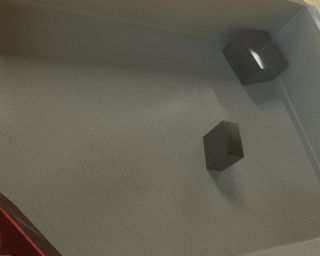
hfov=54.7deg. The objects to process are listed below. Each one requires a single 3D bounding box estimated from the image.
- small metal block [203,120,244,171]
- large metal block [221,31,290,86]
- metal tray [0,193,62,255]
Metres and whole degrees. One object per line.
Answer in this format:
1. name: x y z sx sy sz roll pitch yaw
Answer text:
1. small metal block: 0.085 0.025 0.422 0.025 0.050 0.050 12 57 -22
2. large metal block: 0.173 -0.128 0.564 0.081 0.050 0.080 -14 69 -34
3. metal tray: -0.107 0.080 0.221 0.090 0.129 0.030 41 65 12
